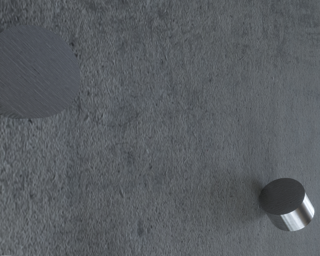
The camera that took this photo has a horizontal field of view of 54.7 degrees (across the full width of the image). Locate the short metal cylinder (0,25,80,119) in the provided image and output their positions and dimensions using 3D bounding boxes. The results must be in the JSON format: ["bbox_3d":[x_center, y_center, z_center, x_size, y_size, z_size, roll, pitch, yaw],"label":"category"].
[{"bbox_3d":[-0.122,-0.048,0.286,0.081,0.050,0.080,0,90,-40],"label":"short metal cylinder"}]

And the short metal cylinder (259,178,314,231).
[{"bbox_3d":[0.229,0.138,0.561,0.080,0.080,0.050,-52,121,-27],"label":"short metal cylinder"}]
